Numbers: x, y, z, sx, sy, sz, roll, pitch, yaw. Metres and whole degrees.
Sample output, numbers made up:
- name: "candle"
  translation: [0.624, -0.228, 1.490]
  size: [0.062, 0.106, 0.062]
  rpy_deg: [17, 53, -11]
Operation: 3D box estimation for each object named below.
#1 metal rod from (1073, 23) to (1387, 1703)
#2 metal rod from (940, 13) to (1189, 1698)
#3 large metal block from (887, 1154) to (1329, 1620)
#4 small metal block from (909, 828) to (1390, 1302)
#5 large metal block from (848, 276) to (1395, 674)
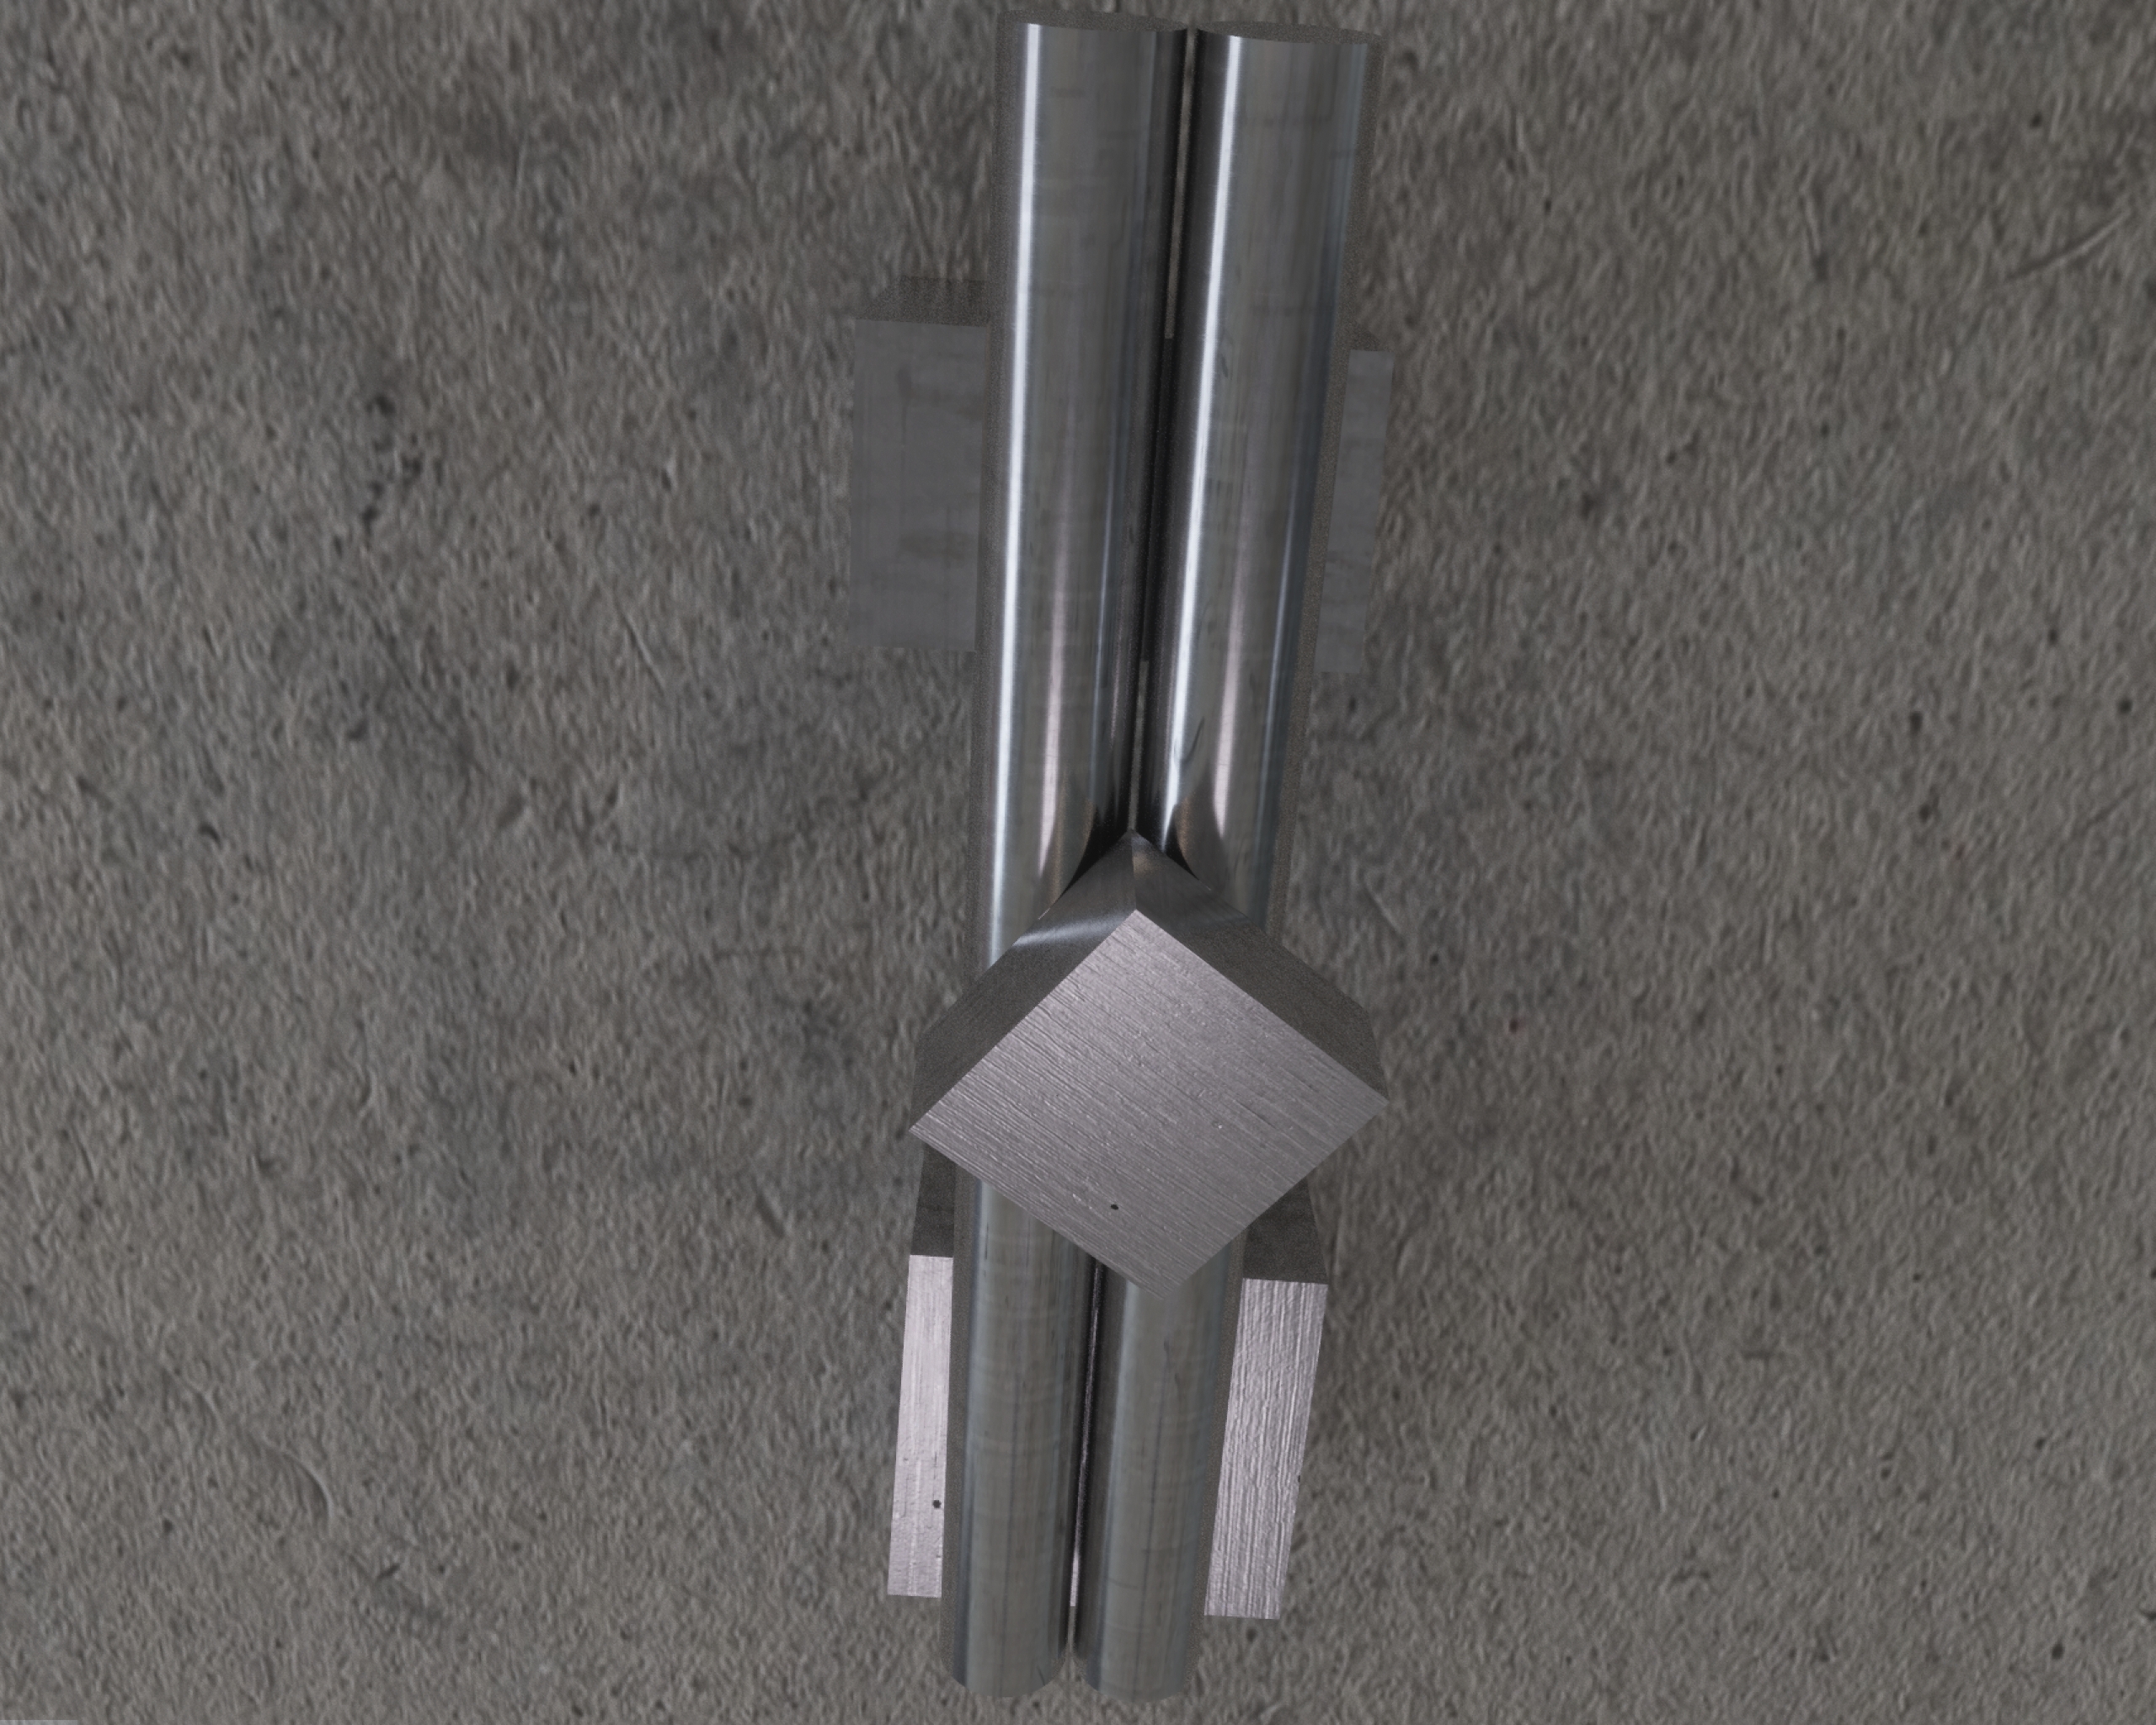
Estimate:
- name: "metal rod"
  translation: [0.020, 0.023, 0.342]
  size: [0.025, 0.025, 0.298]
  rpy_deg: [3, 117, -1]
- name: "metal rod"
  translation: [-0.006, 0.022, 0.341]
  size: [0.025, 0.025, 0.298]
  rpy_deg: [3, 117, -1]
- name: "large metal block"
  translation: [0.005, 0.106, 0.436]
  size: [0.081, 0.050, 0.079]
  rpy_deg: [5, 110, -2]
- name: "small metal block"
  translation: [0.010, 0.032, 0.319]
  size: [0.050, 0.025, 0.050]
  rpy_deg: [38, 111, -19]
- name: "large metal block"
  translation: [0.006, -0.069, 0.357]
  size: [0.081, 0.080, 0.050]
  rpy_deg: [3, 110, -1]
